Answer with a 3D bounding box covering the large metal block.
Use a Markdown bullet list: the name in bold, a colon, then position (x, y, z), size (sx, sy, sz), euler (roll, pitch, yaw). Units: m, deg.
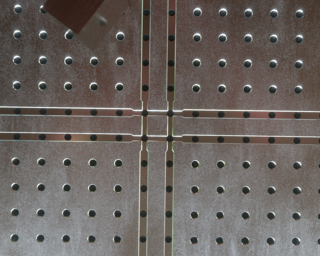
- **large metal block**: position (-0.087, -0.151, 0.385), size (0.050, 0.080, 0.080), euler (38, 90, 0)
